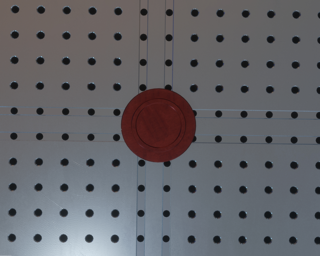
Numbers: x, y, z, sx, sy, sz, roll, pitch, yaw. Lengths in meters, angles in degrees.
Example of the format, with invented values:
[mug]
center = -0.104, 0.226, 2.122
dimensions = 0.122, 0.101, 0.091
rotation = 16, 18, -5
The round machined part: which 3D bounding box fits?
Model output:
[round machined part]
center = -0.002, -0.003, 0.404
dimensions = 0.099, 0.042, 0.097
rotation = 0, 90, -1
